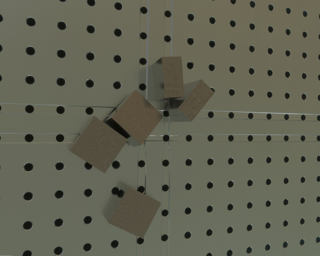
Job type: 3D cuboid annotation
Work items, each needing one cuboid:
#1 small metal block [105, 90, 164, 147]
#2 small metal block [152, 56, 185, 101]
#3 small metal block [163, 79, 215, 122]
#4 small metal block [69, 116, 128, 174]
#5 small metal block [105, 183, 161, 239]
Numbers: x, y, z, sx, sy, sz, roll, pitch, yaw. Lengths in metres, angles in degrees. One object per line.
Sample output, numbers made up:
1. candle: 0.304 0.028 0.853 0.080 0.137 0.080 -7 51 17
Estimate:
1. small metal block: -0.032 -0.012 0.396 0.050 0.025 0.050 44 64 -15
2. small metal block: 0.010 -0.063 0.403 0.025 0.050 0.050 -5 92 -14
3. small metal block: 0.038 -0.035 0.414 0.025 0.050 0.050 43 76 -16
4. small metal block: -0.077 0.021 0.385 0.050 0.025 0.050 37 78 -17
5. small metal block: -0.035 0.107 0.401 0.050 0.025 0.050 31 80 -18
